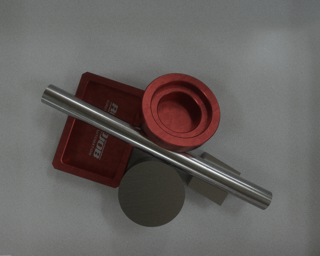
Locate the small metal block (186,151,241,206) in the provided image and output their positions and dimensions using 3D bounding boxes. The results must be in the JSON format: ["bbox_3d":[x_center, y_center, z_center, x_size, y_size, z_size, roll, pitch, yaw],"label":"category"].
[{"bbox_3d":[0.070,0.066,0.411,0.050,0.025,0.050,32,90,-1],"label":"small metal block"}]

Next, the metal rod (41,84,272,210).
[{"bbox_3d":[-0.001,0.025,0.381,0.301,0.025,0.025,26,90,-3],"label":"metal rod"}]

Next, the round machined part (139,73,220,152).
[{"bbox_3d":[0.022,-0.016,0.389,0.099,0.042,0.098,5,67,-12],"label":"round machined part"}]

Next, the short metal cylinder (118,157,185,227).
[{"bbox_3d":[-0.010,0.079,0.397,0.081,0.050,0.079,0,90,-1],"label":"short metal cylinder"}]

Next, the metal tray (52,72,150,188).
[{"bbox_3d":[-0.074,0.002,0.405,0.090,0.030,0.129,19,90,-1],"label":"metal tray"}]
